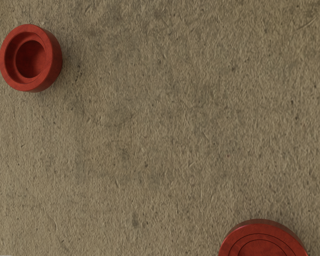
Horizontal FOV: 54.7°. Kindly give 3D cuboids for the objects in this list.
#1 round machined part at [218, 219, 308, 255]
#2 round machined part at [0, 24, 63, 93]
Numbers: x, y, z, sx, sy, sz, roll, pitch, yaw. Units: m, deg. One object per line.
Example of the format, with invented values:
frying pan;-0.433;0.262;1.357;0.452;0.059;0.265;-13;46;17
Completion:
round machined part;0.119;0.153;0.358;0.098;0.042;0.097;0;90;20
round machined part;-0.188;-0.102;0.466;0.098;0.042;0.097;0;90;20
